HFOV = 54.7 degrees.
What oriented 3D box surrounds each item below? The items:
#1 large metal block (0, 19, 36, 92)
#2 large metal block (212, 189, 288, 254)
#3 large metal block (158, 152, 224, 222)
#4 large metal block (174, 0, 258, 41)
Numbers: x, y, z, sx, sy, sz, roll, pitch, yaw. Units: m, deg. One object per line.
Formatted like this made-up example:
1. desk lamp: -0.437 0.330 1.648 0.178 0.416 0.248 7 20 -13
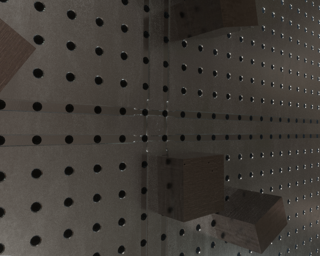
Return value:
1. large metal block: -0.167 -0.060 0.253 0.080 0.050 0.080 43 64 -32
2. large metal block: 0.143 0.145 0.497 0.081 0.080 0.050 -27 107 -37
3. large metal block: 0.044 0.078 0.432 0.081 0.050 0.079 -1 91 -40
4. large metal block: 0.080 -0.161 0.442 0.081 0.080 0.050 -18 102 -39
